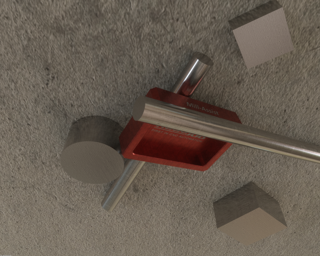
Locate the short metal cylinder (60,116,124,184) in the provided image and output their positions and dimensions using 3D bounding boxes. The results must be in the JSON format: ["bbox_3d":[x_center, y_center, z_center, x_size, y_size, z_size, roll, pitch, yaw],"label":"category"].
[{"bbox_3d":[-0.087,0.030,0.415,0.081,0.050,0.079,0,130,0],"label":"short metal cylinder"}]

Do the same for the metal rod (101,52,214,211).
[{"bbox_3d":[-0.019,0.025,0.428,0.025,0.025,0.298,21,127,-17],"label":"metal rod"}]

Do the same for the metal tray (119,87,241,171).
[{"bbox_3d":[0.027,0.008,0.382,0.131,0.030,0.089,14,129,-30],"label":"metal tray"}]

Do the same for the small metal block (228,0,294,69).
[{"bbox_3d":[0.106,-0.098,0.326,0.050,0.025,0.050,-22,127,17],"label":"small metal block"}]

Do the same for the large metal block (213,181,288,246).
[{"bbox_3d":[0.149,0.145,0.517,0.080,0.050,0.080,36,121,-27],"label":"large metal block"}]

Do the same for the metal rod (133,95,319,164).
[{"bbox_3d":[0.107,0.011,0.371,0.302,0.025,0.025,13,130,-30],"label":"metal rod"}]
